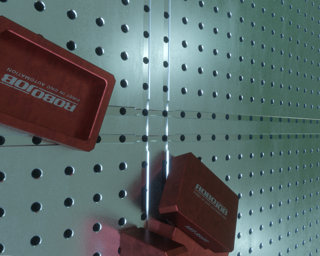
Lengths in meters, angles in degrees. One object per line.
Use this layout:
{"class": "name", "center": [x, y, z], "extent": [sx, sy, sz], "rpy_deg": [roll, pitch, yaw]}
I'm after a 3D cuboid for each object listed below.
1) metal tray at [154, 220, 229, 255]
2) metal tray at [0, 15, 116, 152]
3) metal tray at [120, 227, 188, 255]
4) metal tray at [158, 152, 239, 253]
{"class": "metal tray", "center": [0.042, 0.195, 0.444], "extent": [0.130, 0.030, 0.090], "rpy_deg": [33, 69, -35]}
{"class": "metal tray", "center": [-0.116, -0.037, 0.309], "extent": [0.131, 0.030, 0.090], "rpy_deg": [25, 74, -38]}
{"class": "metal tray", "center": [-0.010, 0.193, 0.360], "extent": [0.030, 0.090, 0.129], "rpy_deg": [1, 89, -40]}
{"class": "metal tray", "center": [0.060, 0.106, 0.436], "extent": [0.130, 0.030, 0.090], "rpy_deg": [43, 45, -28]}
